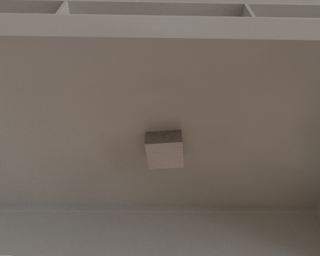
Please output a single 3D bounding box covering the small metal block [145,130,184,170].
[{"bbox_3d":[0.007,0.031,0.435,0.050,0.025,0.050,-4,130,3],"label":"small metal block"}]
